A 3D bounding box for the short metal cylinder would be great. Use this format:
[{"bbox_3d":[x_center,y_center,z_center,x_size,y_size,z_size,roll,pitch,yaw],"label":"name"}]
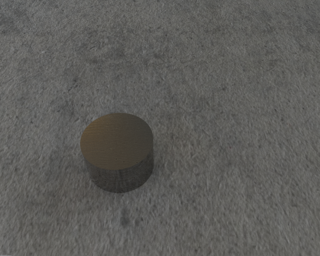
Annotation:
[{"bbox_3d":[-0.048,0.028,0.363,0.081,0.050,0.080,0,50,0],"label":"short metal cylinder"}]
